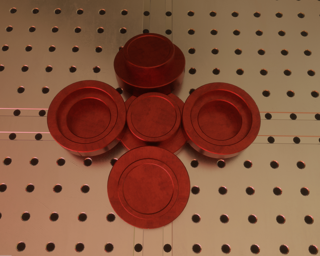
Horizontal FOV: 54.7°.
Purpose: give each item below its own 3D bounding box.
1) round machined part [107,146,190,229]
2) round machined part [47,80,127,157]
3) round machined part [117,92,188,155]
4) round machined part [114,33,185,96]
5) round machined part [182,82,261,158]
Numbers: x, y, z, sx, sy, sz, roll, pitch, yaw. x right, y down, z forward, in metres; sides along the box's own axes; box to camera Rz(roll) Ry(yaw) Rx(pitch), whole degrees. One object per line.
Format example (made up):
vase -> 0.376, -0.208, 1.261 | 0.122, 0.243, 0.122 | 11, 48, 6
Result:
round machined part -> -0.013, 0.069, 0.365 | 0.099, 0.042, 0.097 | 0, 85, 0
round machined part -> -0.091, -0.010, 0.405 | 0.099, 0.042, 0.098 | 0, 70, -1
round machined part -> -0.008, -0.008, 0.404 | 0.099, 0.042, 0.098 | 0, 70, -1
round machined part -> -0.014, -0.092, 0.424 | 0.099, 0.042, 0.098 | -1, 56, 1
round machined part -> 0.077, -0.007, 0.406 | 0.099, 0.042, 0.098 | 0, 70, -1
